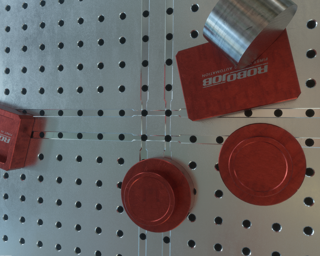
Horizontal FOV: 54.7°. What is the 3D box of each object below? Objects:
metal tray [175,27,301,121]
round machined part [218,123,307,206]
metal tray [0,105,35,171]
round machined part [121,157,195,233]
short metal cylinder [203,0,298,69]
[{"bbox_3d":[0.092,-0.064,0.377,0.130,0.030,0.089,-13,86,19],"label":"metal tray"},{"bbox_3d":[0.118,0.043,0.362,0.098,0.042,0.097,0,90,19],"label":"round machined part"},{"bbox_3d":[-0.274,0.007,0.504,0.130,0.030,0.089,17,95,18],"label":"metal tray"},{"bbox_3d":[-0.007,0.089,0.405,0.098,0.042,0.097,0,90,19],"label":"round machined part"},{"bbox_3d":[0.091,-0.108,0.319,0.080,0.080,0.050,-46,76,14],"label":"short metal cylinder"}]
